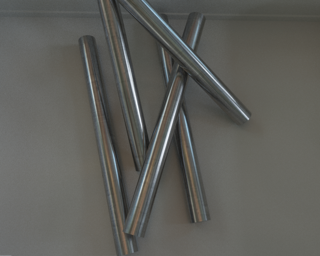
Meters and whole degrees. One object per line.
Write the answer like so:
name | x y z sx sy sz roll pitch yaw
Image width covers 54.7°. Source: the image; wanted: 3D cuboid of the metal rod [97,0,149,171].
metal rod | -0.050 -0.094 0.376 0.025 0.025 0.298 -13 97 -5

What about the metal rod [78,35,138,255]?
metal rod | -0.072 0.008 0.405 0.025 0.025 0.299 -13 71 -5

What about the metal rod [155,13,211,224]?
metal rod | 0.024 -0.027 0.419 0.025 0.025 0.299 -9 70 -4

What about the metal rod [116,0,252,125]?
metal rod | 0.008 -0.109 0.371 0.300 0.025 0.025 42 73 -18

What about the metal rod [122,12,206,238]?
metal rod | 0.011 -0.018 0.389 0.025 0.025 0.299 15 72 5
